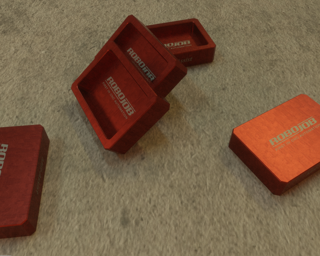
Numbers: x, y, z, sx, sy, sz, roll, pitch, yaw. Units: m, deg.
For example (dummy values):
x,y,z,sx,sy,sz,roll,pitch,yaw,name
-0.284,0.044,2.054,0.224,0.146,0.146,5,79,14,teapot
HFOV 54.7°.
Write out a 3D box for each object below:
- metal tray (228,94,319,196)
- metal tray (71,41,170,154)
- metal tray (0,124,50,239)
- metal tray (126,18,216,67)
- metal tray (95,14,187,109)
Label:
x,y,z,sx,sy,sz,roll,pitch,yaw,name
0.165,0.015,0.389,0.131,0.030,0.090,-25,55,-20,metal tray
-0.056,-0.042,0.402,0.090,0.030,0.130,-45,55,12,metal tray
-0.182,0.057,0.350,0.091,0.030,0.130,-4,50,-4,metal tray
0.015,-0.138,0.515,0.131,0.030,0.090,-13,51,-11,metal tray
-0.032,-0.090,0.440,0.090,0.030,0.130,-46,56,15,metal tray
